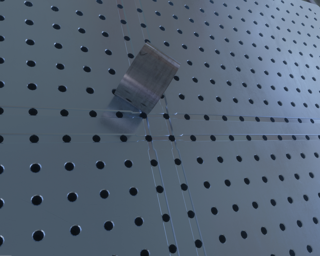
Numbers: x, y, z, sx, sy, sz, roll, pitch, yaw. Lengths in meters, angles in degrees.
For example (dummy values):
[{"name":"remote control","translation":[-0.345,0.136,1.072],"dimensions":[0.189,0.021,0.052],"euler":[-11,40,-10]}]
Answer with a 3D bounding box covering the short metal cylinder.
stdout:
[{"name":"short metal cylinder","translation":[-0.016,-0.064,0.403],"dimensions":[0.050,0.080,0.080],"euler":[32,52,-7]}]
